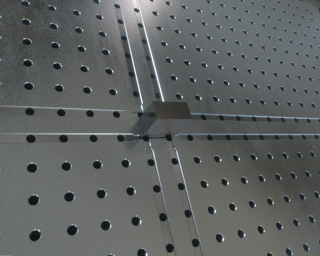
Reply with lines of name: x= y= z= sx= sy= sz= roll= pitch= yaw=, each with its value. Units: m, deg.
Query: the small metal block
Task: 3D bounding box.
small metal block: x=0.005 y=-0.010 z=0.403 sx=0.050 sy=0.050 sz=0.025 roll=-1 pitch=63 yaw=-29
